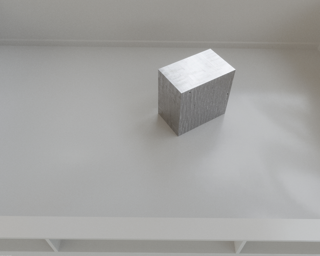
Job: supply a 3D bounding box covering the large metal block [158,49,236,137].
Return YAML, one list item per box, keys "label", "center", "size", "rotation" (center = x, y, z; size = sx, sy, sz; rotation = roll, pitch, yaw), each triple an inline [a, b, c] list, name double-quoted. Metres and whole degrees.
- label: "large metal block"
  center: [0.045, -0.046, 0.409]
  size: [0.081, 0.080, 0.050]
  rotation: [-25, 55, -20]
